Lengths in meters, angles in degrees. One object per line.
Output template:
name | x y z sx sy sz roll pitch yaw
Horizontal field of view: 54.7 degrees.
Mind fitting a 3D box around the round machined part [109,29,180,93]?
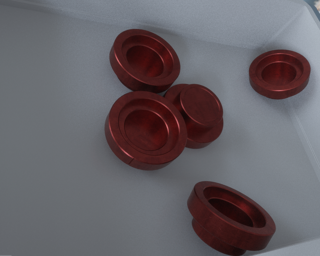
round machined part | -0.024 -0.088 0.437 0.099 0.042 0.098 14 56 -21

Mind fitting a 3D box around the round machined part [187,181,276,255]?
round machined part | 0.076 0.105 0.353 0.099 0.042 0.098 22 15 -6

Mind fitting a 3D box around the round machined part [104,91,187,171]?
round machined part | -0.020 0.007 0.380 0.099 0.042 0.098 12 58 -20

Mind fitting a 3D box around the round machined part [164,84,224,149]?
round machined part | 0.049 -0.023 0.437 0.099 0.042 0.098 14 56 -21

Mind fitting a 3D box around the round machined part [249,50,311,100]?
round machined part | 0.208 -0.089 0.543 0.098 0.042 0.098 -9 53 12
